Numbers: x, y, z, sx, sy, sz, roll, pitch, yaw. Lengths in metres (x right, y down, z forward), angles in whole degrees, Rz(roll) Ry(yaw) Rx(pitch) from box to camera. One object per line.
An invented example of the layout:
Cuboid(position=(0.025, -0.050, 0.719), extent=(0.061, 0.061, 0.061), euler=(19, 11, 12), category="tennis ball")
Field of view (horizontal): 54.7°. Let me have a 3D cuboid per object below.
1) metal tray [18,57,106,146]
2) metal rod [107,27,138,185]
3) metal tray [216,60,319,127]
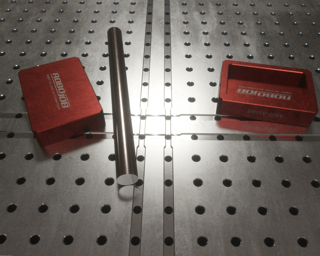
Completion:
Cuboid(position=(-0.141, -0.043, 0.439), extent=(0.091, 0.030, 0.130), euler=(-19, 53, -16), category="metal tray")
Cuboid(position=(-0.059, -0.054, 0.452), extent=(0.025, 0.025, 0.300), euler=(-6, 50, -6), category="metal rod")
Cuboid(position=(0.152, -0.053, 0.450), extent=(0.131, 0.030, 0.090), euler=(9, 50, 6), category="metal tray")
